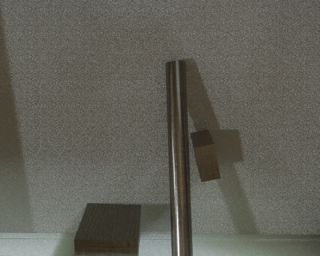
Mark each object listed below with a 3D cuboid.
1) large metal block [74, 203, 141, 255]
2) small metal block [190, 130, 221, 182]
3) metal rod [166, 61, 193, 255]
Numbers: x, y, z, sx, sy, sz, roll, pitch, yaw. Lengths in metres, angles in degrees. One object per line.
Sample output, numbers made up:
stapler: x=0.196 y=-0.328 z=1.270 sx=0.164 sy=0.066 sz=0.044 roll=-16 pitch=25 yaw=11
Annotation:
large metal block: x=-0.069 y=0.152 z=0.437 sx=0.081 sy=0.080 sz=0.050 roll=3 pitch=110 yaw=-2
small metal block: x=0.060 y=0.036 z=0.412 sx=0.025 sy=0.050 sz=0.050 roll=-12 pitch=110 yaw=4
metal rod: x=0.024 y=0.068 z=0.373 sx=0.025 sy=0.025 sz=0.298 roll=-2 pitch=86 yaw=0
